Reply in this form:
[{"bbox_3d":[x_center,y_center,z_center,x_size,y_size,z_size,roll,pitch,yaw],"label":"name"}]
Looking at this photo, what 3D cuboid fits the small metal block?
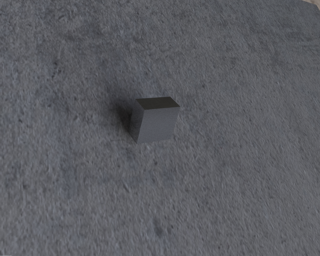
[{"bbox_3d":[-0.008,-0.010,0.387,0.050,0.050,0.025,-7,38,-32],"label":"small metal block"}]
